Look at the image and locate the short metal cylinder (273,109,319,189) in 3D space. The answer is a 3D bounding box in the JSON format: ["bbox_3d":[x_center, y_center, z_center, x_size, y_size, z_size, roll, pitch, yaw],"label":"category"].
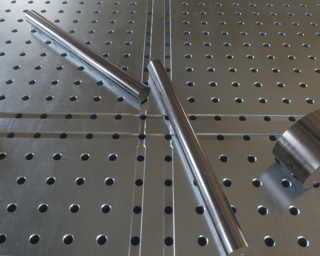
[{"bbox_3d":[0.179,0.024,0.354,0.081,0.080,0.050,-21,54,-17],"label":"short metal cylinder"}]

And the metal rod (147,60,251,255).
[{"bbox_3d":[0.035,0.012,0.397,0.025,0.025,0.300,-13,51,-11],"label":"metal rod"}]

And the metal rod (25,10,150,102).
[{"bbox_3d":[-0.132,-0.129,0.513,0.300,0.025,0.025,36,59,26],"label":"metal rod"}]
